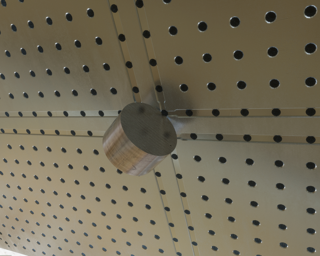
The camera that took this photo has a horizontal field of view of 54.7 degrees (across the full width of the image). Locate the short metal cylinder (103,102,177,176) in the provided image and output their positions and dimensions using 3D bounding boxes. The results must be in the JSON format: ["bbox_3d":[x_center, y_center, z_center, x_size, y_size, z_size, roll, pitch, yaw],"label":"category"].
[{"bbox_3d":[-0.026,0.014,0.395,0.080,0.080,0.050,42,129,-1],"label":"short metal cylinder"}]
